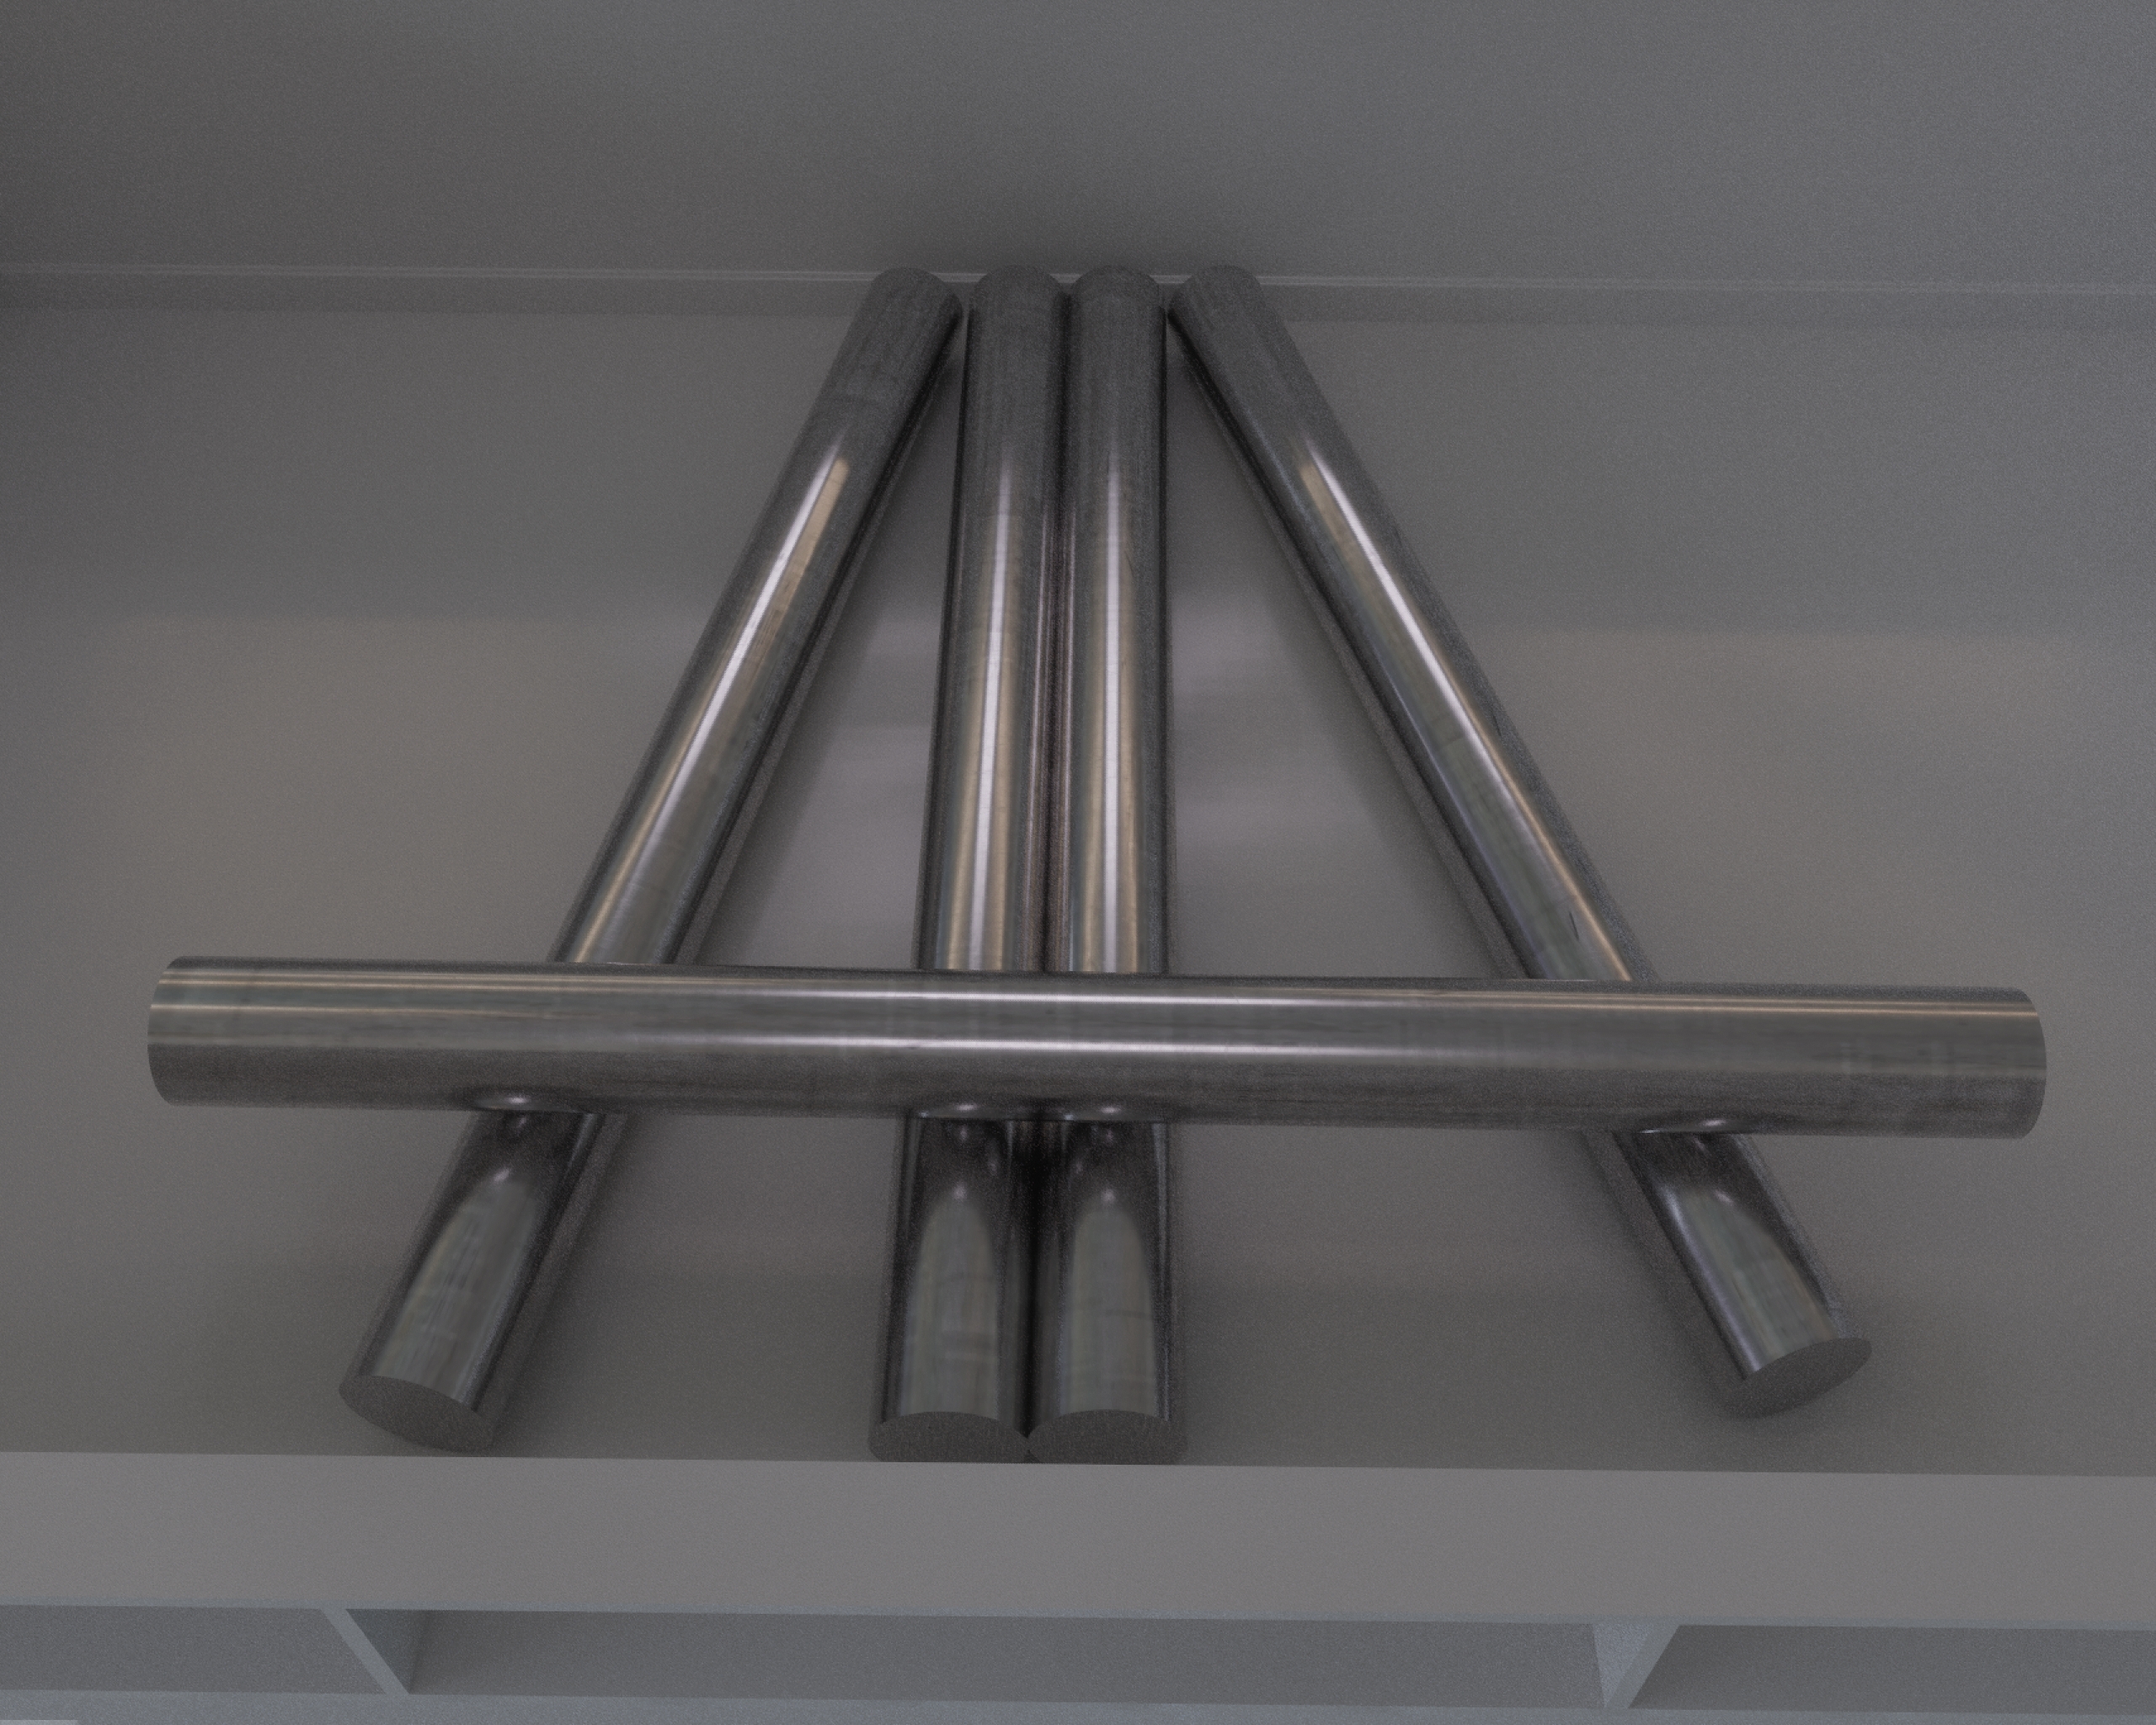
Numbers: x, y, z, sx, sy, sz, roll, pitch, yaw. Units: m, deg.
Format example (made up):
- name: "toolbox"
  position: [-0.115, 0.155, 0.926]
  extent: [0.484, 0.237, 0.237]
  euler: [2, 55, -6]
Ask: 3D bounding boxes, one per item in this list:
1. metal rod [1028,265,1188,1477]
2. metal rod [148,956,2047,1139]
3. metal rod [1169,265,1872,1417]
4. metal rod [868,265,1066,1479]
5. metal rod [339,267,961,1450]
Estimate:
- name: "metal rod"
  position: [0.007, -0.024, 0.423]
  extent: [0.025, 0.025, 0.300]
  euler: [1, 50, 1]
- name: "metal rod"
  position: [0.003, 0.030, 0.344]
  extent: [0.302, 0.025, 0.025]
  euler: [1, 50, 1]
- name: "metal rod"
  position: [0.075, -0.028, 0.427]
  extent: [0.025, 0.025, 0.300]
  euler: [-12, 51, -10]
- name: "metal rod"
  position: [-0.017, -0.023, 0.423]
  extent: [0.025, 0.025, 0.300]
  euler: [1, 50, 1]
- name: "metal rod"
  position: [-0.073, -0.025, 0.424]
  extent: [0.025, 0.025, 0.300]
  euler: [10, 51, 8]
